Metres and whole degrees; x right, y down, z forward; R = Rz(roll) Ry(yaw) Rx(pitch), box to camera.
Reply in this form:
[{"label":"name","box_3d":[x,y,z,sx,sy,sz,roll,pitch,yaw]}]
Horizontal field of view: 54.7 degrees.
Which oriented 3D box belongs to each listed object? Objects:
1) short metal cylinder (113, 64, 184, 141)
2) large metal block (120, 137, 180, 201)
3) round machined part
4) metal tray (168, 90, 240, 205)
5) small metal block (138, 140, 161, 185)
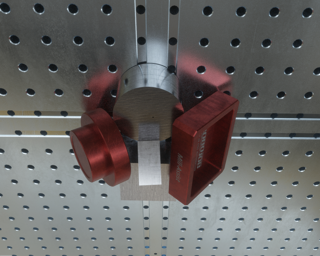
[{"label":"short metal cylinder","box_3d":[-0.013,-0.029,0.369,0.081,0.050,0.079,0,130,0]},{"label":"large metal block","box_3d":[-0.015,0.060,0.446,0.081,0.050,0.079,2,130,-2]},{"label":"round machined part","box_3d":[-0.078,0.028,0.381,0.042,0.098,0.097,-22,136,-26]},{"label":"metal tray","box_3d":[0.054,0.027,0.394,0.030,0.091,0.129,32,139,31]},{"label":"small metal block","box_3d":[-0.013,0.043,0.376,0.025,0.050,0.050,-2,172,-2]}]
